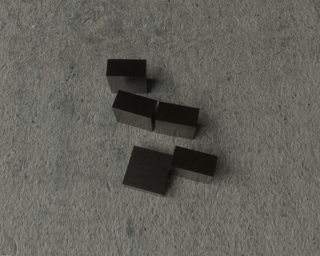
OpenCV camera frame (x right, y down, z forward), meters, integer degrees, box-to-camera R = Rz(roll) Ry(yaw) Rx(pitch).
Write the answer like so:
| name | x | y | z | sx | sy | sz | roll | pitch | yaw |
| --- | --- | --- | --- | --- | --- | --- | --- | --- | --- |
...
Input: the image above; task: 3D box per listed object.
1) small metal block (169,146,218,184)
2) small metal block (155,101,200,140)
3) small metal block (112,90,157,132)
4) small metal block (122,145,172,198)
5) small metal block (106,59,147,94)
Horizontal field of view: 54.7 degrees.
| name | x | y | z | sx | sy | sz | roll | pitch | yaw |
| --- | --- | --- | --- | --- | --- | --- | --- | --- | --- |
| small metal block | 0.039 | 0.046 | 0.378 | 0.050 | 0.050 | 0.025 | 14 | 71 | 5 |
| small metal block | 0.021 | -0.008 | 0.398 | 0.050 | 0.050 | 0.025 | 11 | 71 | 4 |
| small metal block | -0.031 | -0.021 | 0.402 | 0.050 | 0.050 | 0.025 | 16 | 71 | 6 |
| small metal block | -0.014 | 0.055 | 0.388 | 0.050 | 0.025 | 0.050 | 14 | 71 | 5 |
| small metal block | -0.043 | -0.069 | 0.420 | 0.050 | 0.050 | 0.025 | 1 | 70 | 0 |
